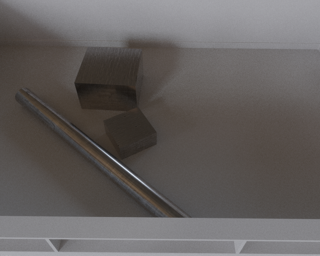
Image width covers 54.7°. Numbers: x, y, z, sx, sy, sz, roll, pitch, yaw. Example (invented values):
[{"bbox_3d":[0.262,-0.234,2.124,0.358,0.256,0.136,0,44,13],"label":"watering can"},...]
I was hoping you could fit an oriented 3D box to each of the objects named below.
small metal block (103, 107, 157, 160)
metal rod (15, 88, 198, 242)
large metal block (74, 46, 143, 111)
[{"bbox_3d":[-0.038,0.006,0.400,0.050,0.025,0.050,-23,54,-19],"label":"small metal block"},{"bbox_3d":[-0.081,0.030,0.378,0.300,0.025,0.025,34,58,25],"label":"metal rod"},{"bbox_3d":[-0.069,-0.071,0.448,0.080,0.050,0.080,3,50,2],"label":"large metal block"}]
